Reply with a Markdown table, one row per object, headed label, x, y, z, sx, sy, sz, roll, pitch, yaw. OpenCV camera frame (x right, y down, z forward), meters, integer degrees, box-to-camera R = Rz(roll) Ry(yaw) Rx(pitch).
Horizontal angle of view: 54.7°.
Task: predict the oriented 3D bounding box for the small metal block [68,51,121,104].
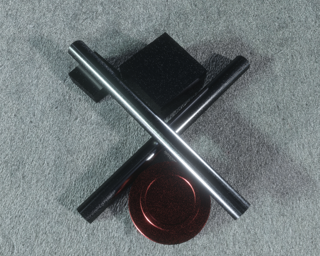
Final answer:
| label | x | y | z | sx | sy | sz | roll | pitch | yaw |
| --- | --- | --- | --- | --- | --- | --- | --- | --- | --- |
| small metal block | -0.090 | -0.071 | 0.435 | 0.050 | 0.025 | 0.050 | 41 | 75 | 13 |

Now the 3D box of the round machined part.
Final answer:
| label | x | y | z | sx | sy | sz | roll | pitch | yaw |
| --- | --- | --- | --- | --- | --- | --- | --- | --- | --- |
| round machined part | 0.012 | 0.087 | 0.368 | 0.099 | 0.042 | 0.098 | 0 | 70 | -1 |

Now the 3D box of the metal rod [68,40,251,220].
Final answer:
| label | x | y | z | sx | sy | sz | roll | pitch | yaw |
| --- | --- | --- | --- | --- | --- | --- | --- | --- | --- |
| metal rod | -0.011 | -0.007 | 0.385 | 0.025 | 0.025 | 0.300 | -42 | 76 | -14 |

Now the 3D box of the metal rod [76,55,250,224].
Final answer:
| label | x | y | z | sx | sy | sz | roll | pitch | yaw |
| --- | --- | --- | --- | --- | --- | --- | --- | --- | --- |
| metal rod | 0.014 | 0.005 | 0.409 | 0.025 | 0.025 | 0.301 | 43 | 75 | 13 |

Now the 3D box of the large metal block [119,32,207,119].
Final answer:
| label | x | y | z | sx | sy | sz | roll | pitch | yaw |
| --- | --- | --- | --- | --- | --- | --- | --- | --- | --- |
| large metal block | 0.004 | -0.069 | 0.422 | 0.080 | 0.050 | 0.080 | -40 | 75 | -14 |
